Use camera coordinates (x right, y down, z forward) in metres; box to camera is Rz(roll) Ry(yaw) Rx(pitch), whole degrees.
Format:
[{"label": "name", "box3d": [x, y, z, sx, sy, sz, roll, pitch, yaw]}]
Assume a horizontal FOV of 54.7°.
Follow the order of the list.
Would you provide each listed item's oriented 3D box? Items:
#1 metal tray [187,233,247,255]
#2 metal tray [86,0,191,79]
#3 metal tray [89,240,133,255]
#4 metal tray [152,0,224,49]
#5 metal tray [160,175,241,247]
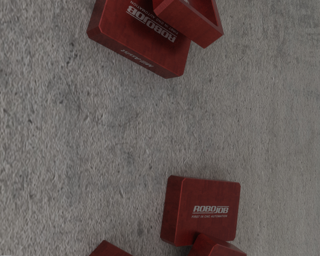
[{"label": "metal tray", "box3d": [0.060, 0.220, 0.430, 0.090, 0.030, 0.130, 34, 82, -39]}, {"label": "metal tray", "box3d": [-0.017, -0.127, 0.386, 0.131, 0.030, 0.090, 22, 76, -38]}, {"label": "metal tray", "box3d": [-0.019, 0.191, 0.346, 0.030, 0.090, 0.130, -43, 116, -31]}, {"label": "metal tray", "box3d": [0.031, -0.173, 0.390, 0.091, 0.030, 0.130, 22, 50, -38]}, {"label": "metal tray", "box3d": [0.064, 0.120, 0.455, 0.131, 0.030, 0.090, 13, 82, -39]}]
